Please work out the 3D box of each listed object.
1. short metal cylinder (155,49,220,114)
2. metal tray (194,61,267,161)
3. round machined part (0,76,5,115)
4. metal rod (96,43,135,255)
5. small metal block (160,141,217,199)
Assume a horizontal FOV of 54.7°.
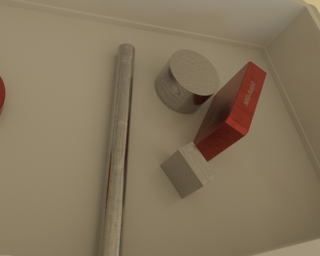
[{"bbox_3d":[0.039,-0.067,0.454,0.081,0.050,0.080,14,56,-21],"label":"short metal cylinder"},{"bbox_3d":[0.096,-0.024,0.432,0.030,0.090,0.130,35,51,-6],"label":"metal tray"},{"bbox_3d":[-0.207,-0.040,0.304,0.099,0.042,0.098,16,54,-24],"label":"round machined part"},{"bbox_3d":[-0.049,0.014,0.371,0.025,0.025,0.299,14,56,-21],"label":"metal rod"},{"bbox_3d":[0.033,0.052,0.377,0.025,0.050,0.050,-26,76,-37],"label":"small metal block"}]
